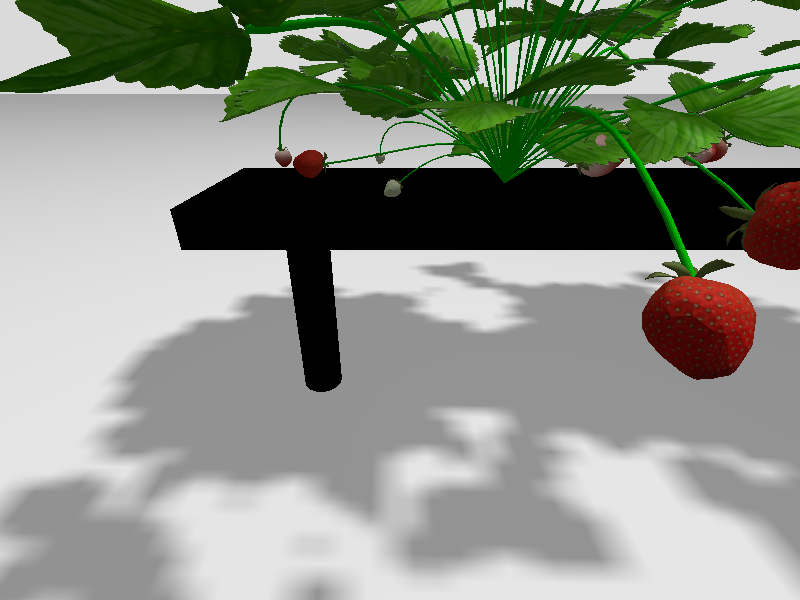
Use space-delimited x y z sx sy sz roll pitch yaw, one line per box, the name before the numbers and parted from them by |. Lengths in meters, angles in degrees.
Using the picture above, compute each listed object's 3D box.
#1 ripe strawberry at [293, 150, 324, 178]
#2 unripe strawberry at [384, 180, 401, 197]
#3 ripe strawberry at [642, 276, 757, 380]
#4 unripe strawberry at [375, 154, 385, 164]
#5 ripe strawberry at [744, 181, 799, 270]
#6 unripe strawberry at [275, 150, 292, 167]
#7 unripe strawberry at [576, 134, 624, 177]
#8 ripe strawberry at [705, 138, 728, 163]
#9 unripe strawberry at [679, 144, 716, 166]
ripe strawberry | -0.081 -0.120 0.353 0.027 0.023 0.027 2 29 5
unripe strawberry | -0.006 -0.082 0.296 0.013 0.011 0.013 -38 39 -8
ripe strawberry | 0.088 0.008 0.118 0.030 0.030 0.025 0 -14 0
unripe strawberry | -0.019 -0.138 0.390 0.010 0.010 0.009 14 32 24
ripe strawberry | 0.175 -0.031 0.175 0.034 0.039 0.037 -13 33 -22
unripe strawberry | -0.109 -0.132 0.374 0.015 0.015 0.014 6 29 10
unripe strawberry | 0.178 -0.128 0.353 0.037 0.037 0.041 -6 29 -12
ripe strawberry | 0.327 -0.158 0.424 0.028 0.028 0.026 -37 6 37
unripe strawberry | 0.299 -0.149 0.401 0.028 0.027 0.030 -4 28 -20
